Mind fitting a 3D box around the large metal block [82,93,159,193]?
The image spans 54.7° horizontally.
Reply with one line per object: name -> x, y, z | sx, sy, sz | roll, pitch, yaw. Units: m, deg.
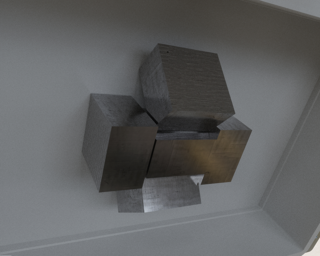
large metal block -> -0.050, 0.014, 0.353 | 0.050, 0.080, 0.079 | 1, 118, -29

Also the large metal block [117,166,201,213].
large metal block -> -0.005, 0.081, 0.410 | 0.081, 0.080, 0.050 | 0, 77, -30

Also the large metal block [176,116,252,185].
large metal block -> 0.066, 0.018, 0.419 | 0.050, 0.080, 0.079 | 1, 118, -29

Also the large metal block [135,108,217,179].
large metal block -> 0.009, 0.016, 0.386 | 0.081, 0.080, 0.050 | 1, 118, -29

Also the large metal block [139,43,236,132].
large metal block -> 0.029, -0.043, 0.353 | 0.081, 0.080, 0.050 | 1, 155, -29
